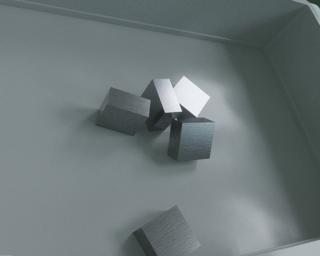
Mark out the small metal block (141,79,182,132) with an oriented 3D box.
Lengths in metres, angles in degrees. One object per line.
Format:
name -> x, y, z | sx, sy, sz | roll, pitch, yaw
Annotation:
small metal block -> -0.001, -0.030, 0.407 | 0.025, 0.050, 0.050 | -6, 65, -31

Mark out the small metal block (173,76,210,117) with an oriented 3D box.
small metal block -> 0.038, -0.040, 0.450 | 0.050, 0.025, 0.050 | 39, 51, -2

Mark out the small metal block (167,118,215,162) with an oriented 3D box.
small metal block -> 0.040, 0.014, 0.401 | 0.050, 0.025, 0.050 | -2, 106, -29

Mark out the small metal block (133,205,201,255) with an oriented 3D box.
small metal block -> 0.007, 0.120, 0.336 | 0.050, 0.025, 0.050 | -23, 74, -36

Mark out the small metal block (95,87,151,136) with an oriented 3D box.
small metal block -> -0.045, -0.018, 0.376 | 0.050, 0.050, 0.025 | 17, 55, -19
